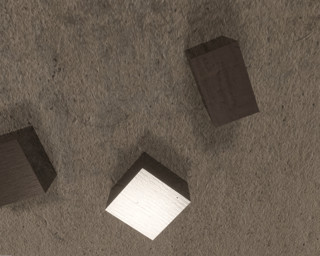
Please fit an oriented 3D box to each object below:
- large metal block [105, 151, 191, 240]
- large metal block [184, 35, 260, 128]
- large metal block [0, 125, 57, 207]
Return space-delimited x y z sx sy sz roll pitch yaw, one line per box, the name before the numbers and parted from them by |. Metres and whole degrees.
large metal block | -0.016 0.094 0.431 0.080 0.050 0.080 37 106 -13
large metal block | 0.069 -0.057 0.360 0.050 0.080 0.080 -21 109 7
large metal block | -0.199 0.052 0.413 0.080 0.050 0.080 -17 110 6
